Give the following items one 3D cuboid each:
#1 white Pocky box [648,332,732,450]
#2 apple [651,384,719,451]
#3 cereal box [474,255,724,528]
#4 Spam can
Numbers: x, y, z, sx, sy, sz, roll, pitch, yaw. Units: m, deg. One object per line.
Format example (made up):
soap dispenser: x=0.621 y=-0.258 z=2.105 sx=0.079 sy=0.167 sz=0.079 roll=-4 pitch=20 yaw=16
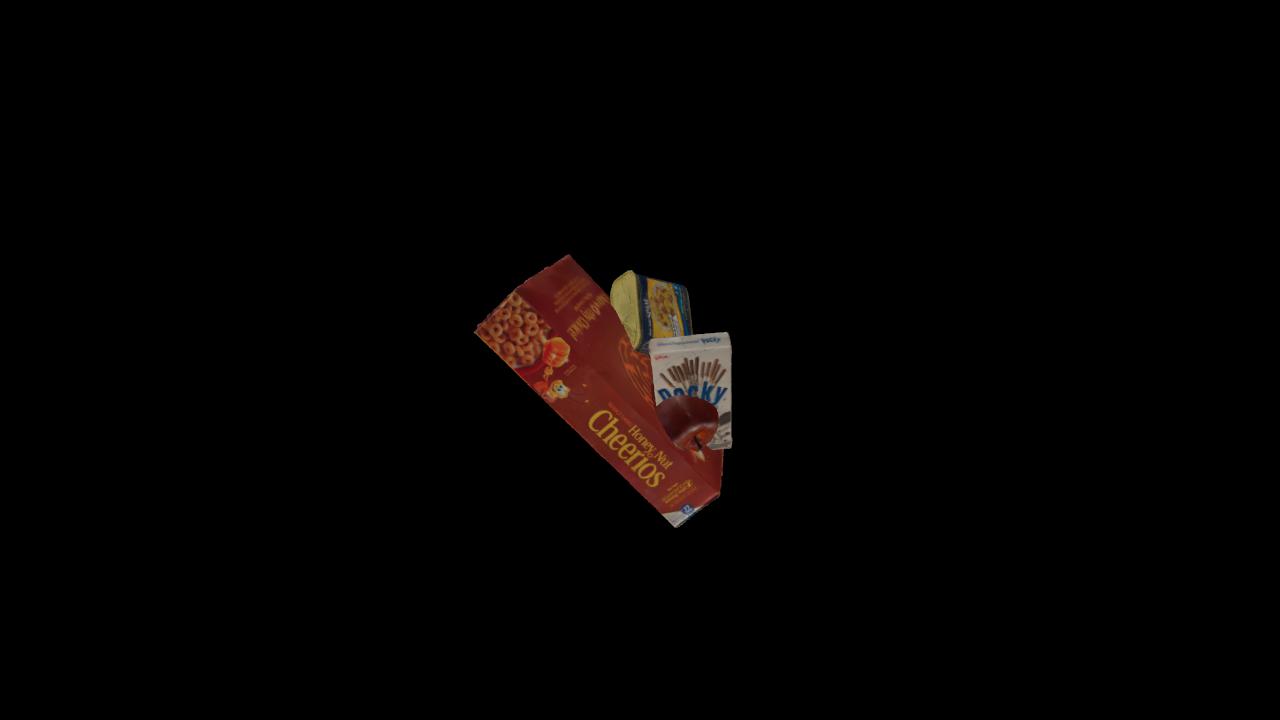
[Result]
white Pocky box: x=0.057 y=0.040 z=0.661 sx=0.084 sy=0.154 sz=0.028 roll=-5 pitch=40 yaw=2
apple: x=0.044 y=0.060 z=0.672 sx=0.079 sy=0.093 sz=0.079 roll=-19 pitch=-35 yaw=-14
cereal box: x=-0.026 y=0.025 z=0.722 sx=0.081 sy=0.306 sz=0.203 roll=-41 pitch=9 yaw=20
Spam can: x=0.015 y=-0.051 z=0.755 sx=0.085 sy=0.101 sz=0.058 roll=7 pitch=-20 yaw=-34
